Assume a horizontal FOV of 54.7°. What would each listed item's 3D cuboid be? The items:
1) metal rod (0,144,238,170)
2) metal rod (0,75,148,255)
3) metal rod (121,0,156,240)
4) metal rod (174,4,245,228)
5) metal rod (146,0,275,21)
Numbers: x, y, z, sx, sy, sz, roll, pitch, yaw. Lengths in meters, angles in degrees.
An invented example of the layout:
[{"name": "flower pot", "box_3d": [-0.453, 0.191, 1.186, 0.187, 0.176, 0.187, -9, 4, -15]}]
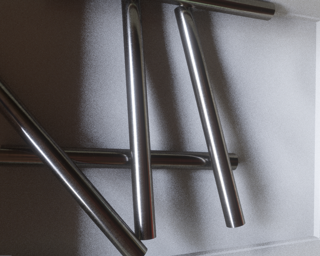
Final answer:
[{"name": "metal rod", "box_3d": [-0.035, 0.040, 0.397, 0.302, 0.025, 0.025, 4, 89, -20]}, {"name": "metal rod", "box_3d": [-0.119, 0.028, 0.339, 0.025, 0.025, 0.300, -40, 93, -15]}, {"name": "metal rod", "box_3d": [-0.027, -0.019, 0.380, 0.025, 0.025, 0.298, -2, 83, -20]}, {"name": "metal rod", "box_3d": [0.066, -0.018, 0.415, 0.025, 0.025, 0.298, -12, 87, -20]}, {"name": "metal rod", "box_3d": [0.016, -0.169, 0.390, 0.302, 0.025, 0.025, 1, 90, -21]}]
